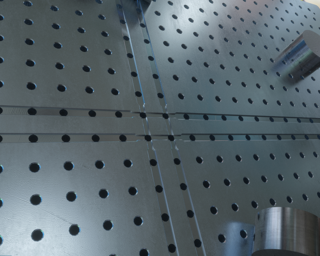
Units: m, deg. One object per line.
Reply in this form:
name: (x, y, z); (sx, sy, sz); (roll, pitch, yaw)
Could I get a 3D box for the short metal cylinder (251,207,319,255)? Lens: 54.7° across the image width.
short metal cylinder: (0.154, 0.137, 0.372); (0.080, 0.080, 0.050); (27, 52, -11)

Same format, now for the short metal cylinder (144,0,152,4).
short metal cylinder: (-0.019, -0.259, 0.520); (0.050, 0.080, 0.080); (28, 52, -11)

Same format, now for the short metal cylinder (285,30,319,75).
short metal cylinder: (0.317, -0.161, 0.660); (0.081, 0.050, 0.080); (14, 56, -21)
